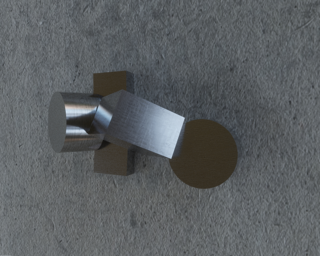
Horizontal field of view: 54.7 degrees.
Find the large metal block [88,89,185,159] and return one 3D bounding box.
[{"bbox_3d":[-0.031,-0.002,0.371,0.080,0.080,0.050,23,79,-24],"label":"large metal block"}]

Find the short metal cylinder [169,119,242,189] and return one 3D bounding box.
[{"bbox_3d":[0.056,0.029,0.377,0.080,0.050,0.079,0,90,19],"label":"short metal cylinder"}]

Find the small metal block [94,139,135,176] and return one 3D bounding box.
[{"bbox_3d":[-0.063,0.038,0.431,0.050,0.025,0.050,3,91,19],"label":"small metal block"}]

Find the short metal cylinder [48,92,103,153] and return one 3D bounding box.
[{"bbox_3d":[-0.114,-0.008,0.416,0.080,0.050,0.079,2,92,55],"label":"short metal cylinder"}]

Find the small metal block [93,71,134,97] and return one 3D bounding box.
[{"bbox_3d":[-0.064,-0.051,0.431,0.050,0.025,0.050,-1,90,19],"label":"small metal block"}]
